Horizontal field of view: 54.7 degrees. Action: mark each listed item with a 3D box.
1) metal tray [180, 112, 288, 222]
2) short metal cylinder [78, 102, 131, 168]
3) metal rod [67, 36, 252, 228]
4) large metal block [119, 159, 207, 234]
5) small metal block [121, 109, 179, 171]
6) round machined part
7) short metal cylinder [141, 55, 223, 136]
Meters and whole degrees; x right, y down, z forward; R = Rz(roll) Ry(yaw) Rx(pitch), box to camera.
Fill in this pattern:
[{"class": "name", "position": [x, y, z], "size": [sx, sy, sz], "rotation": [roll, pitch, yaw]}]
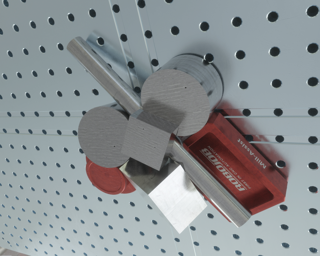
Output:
[{"class": "metal tray", "position": [0.082, 0.054, 0.393], "size": [0.130, 0.030, 0.090], "rotation": [45, 129, -4]}, {"class": "short metal cylinder", "position": [-0.060, 0.007, 0.412], "size": [0.080, 0.050, 0.079], "rotation": [4, 103, 19]}, {"class": "metal rod", "position": [-0.006, -0.001, 0.377], "size": [0.300, 0.025, 0.025], "rotation": [46, 130, 8]}, {"class": "large metal block", "position": [0.003, 0.077, 0.402], "size": [0.080, 0.050, 0.080], "rotation": [26, 154, 55]}, {"class": "small metal block", "position": [-0.012, 0.013, 0.352], "size": [0.050, 0.025, 0.050], "rotation": [24, 119, 14]}, {"class": "round machined part", "position": [-0.073, 0.062, 0.471], "size": [0.098, 0.042, 0.097], "rotation": [13, 124, 21]}, {"class": "short metal cylinder", "position": [0.026, -0.038, 0.354], "size": [0.080, 0.050, 0.079], "rotation": [13, 124, 21]}]
